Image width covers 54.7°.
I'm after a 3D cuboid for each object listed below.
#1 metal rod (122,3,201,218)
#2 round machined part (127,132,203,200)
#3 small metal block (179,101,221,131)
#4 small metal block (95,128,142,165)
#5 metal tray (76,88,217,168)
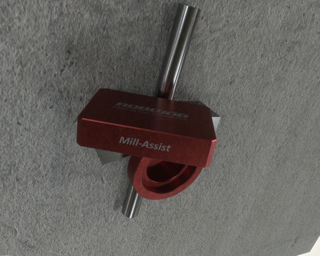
[{"bbox_3d":[-0.006,-0.005,0.404,0.025,0.025,0.298,2,117,-30],"label":"metal rod"},{"bbox_3d":[0.005,0.040,0.390,0.099,0.042,0.097,-16,129,-21],"label":"round machined part"},{"bbox_3d":[0.042,-0.014,0.408,0.050,0.050,0.025,-2,119,-28],"label":"small metal block"},{"bbox_3d":[-0.054,0.012,0.371,0.050,0.050,0.025,-18,126,-19],"label":"small metal block"},{"bbox_3d":[-0.011,-0.004,0.329,0.131,0.090,0.030,10,115,-1],"label":"metal tray"}]
